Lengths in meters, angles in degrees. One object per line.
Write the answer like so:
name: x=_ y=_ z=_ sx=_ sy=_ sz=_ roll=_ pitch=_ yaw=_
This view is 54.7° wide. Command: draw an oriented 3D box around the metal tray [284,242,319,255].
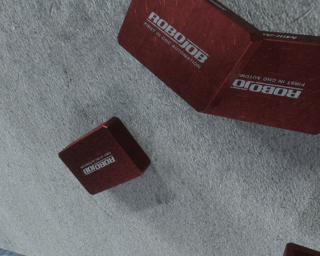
metal tray: x=0.208 y=0.190 z=0.353 sx=0.130 sy=0.090 sz=0.030 roll=14 pitch=113 yaw=20

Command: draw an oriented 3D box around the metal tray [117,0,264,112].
metal tray: x=0.023 y=-0.090 z=0.311 sx=0.130 sy=0.030 sz=0.089 roll=43 pitch=126 yaw=17

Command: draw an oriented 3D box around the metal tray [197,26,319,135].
metal tray: x=0.105 y=-0.050 z=0.317 sx=0.130 sy=0.030 sz=0.089 roll=13 pitch=124 yaw=21

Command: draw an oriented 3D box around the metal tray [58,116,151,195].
metal tray: x=-0.089 y=0.047 z=0.480 sx=0.130 sy=0.030 sz=0.090 roll=-28 pitch=104 yaw=37
